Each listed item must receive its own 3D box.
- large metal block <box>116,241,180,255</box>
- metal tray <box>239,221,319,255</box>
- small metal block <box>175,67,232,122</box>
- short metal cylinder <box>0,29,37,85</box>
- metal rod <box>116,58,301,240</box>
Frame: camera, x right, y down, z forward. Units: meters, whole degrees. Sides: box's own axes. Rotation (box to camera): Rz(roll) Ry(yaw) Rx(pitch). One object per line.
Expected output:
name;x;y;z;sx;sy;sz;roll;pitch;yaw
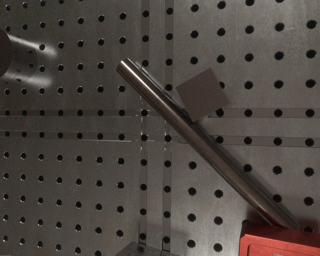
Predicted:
large metal block;-0.016;0.206;0.404;0.080;0.050;0.079;9;93;19
metal tray;0.134;0.177;0.348;0.090;0.030;0.129;5;104;19
small metal block;0.055;-0.040;0.393;0.050;0.025;0.050;-28;81;17
short metal cylinder;-0.242;-0.110;0.483;0.080;0.050;0.079;0;90;19
metal rod;0.051;0.017;0.393;0.300;0.025;0.025;46;104;14
